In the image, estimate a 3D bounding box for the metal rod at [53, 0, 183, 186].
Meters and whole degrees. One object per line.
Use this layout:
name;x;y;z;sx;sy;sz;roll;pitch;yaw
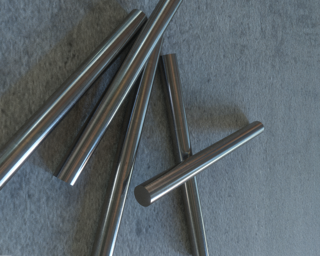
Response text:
metal rod;-0.032;-0.073;0.360;0.025;0.025;0.300;38;72;-34

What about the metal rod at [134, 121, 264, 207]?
metal rod;0.078;0.037;0.445;0.302;0.025;0.025;-21;104;-47

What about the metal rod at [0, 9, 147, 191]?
metal rod;-0.102;-0.025;0.319;0.025;0.025;0.301;50;60;-29

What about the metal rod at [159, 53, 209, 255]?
metal rod;0.035;0.048;0.436;0.025;0.025;0.298;-17;101;-39

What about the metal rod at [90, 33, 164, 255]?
metal rod;-0.039;0.025;0.373;0.025;0.025;0.299;21;77;-39
